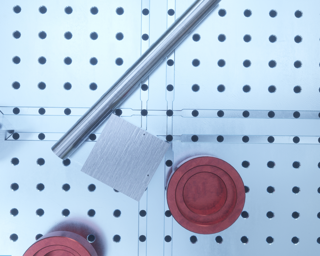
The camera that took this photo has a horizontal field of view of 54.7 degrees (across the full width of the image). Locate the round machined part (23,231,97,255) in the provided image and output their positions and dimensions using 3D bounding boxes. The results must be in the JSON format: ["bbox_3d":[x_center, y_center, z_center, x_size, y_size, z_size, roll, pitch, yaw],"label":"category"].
[{"bbox_3d":[-0.128,0.182,0.404,0.099,0.042,0.097,0,90,0],"label":"round machined part"}]

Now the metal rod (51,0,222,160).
[{"bbox_3d":[-0.030,-0.073,0.412,0.025,0.025,0.300,44,90,0],"label":"metal rod"}]

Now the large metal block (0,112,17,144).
[{"bbox_3d":[-0.243,0.011,0.384,0.080,0.080,0.050,-42,90,0],"label":"large metal block"}]

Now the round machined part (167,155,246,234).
[{"bbox_3d":[0.057,0.084,0.405,0.099,0.042,0.097,0,90,0],"label":"round machined part"}]

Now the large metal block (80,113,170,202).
[{"bbox_3d":[-0.042,0.036,0.400,0.080,0.050,0.080,29,90,0],"label":"large metal block"}]
